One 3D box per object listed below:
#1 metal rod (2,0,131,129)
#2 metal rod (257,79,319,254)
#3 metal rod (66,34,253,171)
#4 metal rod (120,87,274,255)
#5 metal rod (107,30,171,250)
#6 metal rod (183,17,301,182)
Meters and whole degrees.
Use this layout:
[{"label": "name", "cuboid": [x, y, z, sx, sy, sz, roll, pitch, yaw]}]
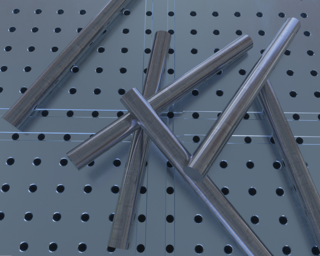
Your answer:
[{"label": "metal rod", "cuboid": [-0.116, -0.123, 0.456, 0.025, 0.025, 0.300, 32, 73, 11]}, {"label": "metal rod", "cuboid": [0.178, 0.070, 0.387, 0.025, 0.025, 0.299, -14, 71, -5]}, {"label": "metal rod", "cuboid": [0.014, -0.044, 0.406, 0.301, 0.025, 0.025, -36, 74, -21]}, {"label": "metal rod", "cuboid": [0.057, 0.076, 0.353, 0.025, 0.025, 0.300, -38, 86, -13]}, {"label": "metal rod", "cuboid": [-0.022, 0.001, 0.411, 0.025, 0.025, 0.299, 10, 70, 3]}, {"label": "metal rod", "cuboid": [0.118, -0.054, 0.399, 0.025, 0.025, 0.301, 33, 61, 11]}]
